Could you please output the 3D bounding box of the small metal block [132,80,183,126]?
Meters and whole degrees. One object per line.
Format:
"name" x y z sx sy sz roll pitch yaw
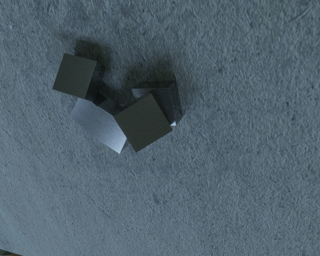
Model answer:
"small metal block" -0.002 -0.031 0.389 0.050 0.025 0.050 2 120 27

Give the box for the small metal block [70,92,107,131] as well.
"small metal block" -0.094 -0.022 0.442 0.050 0.025 0.050 39 129 1

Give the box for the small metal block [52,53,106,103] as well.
"small metal block" -0.106 -0.066 0.406 0.050 0.025 0.050 17 89 17

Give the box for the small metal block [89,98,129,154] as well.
"small metal block" -0.059 -0.003 0.403 0.050 0.025 0.050 33 129 6

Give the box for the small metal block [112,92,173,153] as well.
"small metal block" -0.021 -0.007 0.365 0.050 0.025 0.050 -31 105 -3
